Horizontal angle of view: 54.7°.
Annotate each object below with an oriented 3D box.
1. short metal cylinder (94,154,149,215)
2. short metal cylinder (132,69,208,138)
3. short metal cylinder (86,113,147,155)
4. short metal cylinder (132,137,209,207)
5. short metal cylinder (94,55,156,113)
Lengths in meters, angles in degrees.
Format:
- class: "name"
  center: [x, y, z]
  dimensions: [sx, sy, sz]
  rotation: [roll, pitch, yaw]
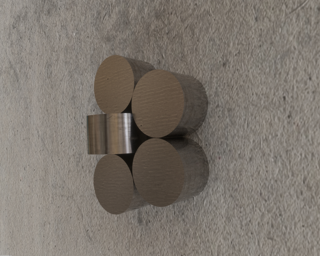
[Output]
- class: "short metal cylinder"
  center: [-0.047, 0.074, 0.429]
  dimensions: [0.080, 0.050, 0.080]
  rotation: [0, 91, 41]
- class: "short metal cylinder"
  center: [0.011, -0.029, 0.380]
  dimensions: [0.080, 0.050, 0.080]
  rotation: [1, 91, 40]
- class: "short metal cylinder"
  center: [-0.058, 0.008, 0.419]
  dimensions: [0.080, 0.081, 0.050]
  rotation: [-4, 88, 40]
- class: "short metal cylinder"
  center: [0.012, 0.051, 0.379]
  dimensions: [0.080, 0.050, 0.080]
  rotation: [1, 91, 41]
- class: "short metal cylinder"
  center: [-0.046, -0.057, 0.428]
  dimensions: [0.080, 0.050, 0.080]
  rotation: [0, 91, 41]
